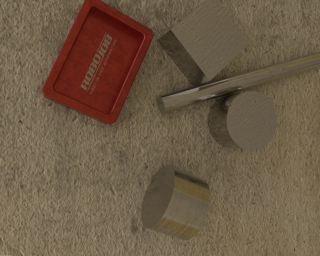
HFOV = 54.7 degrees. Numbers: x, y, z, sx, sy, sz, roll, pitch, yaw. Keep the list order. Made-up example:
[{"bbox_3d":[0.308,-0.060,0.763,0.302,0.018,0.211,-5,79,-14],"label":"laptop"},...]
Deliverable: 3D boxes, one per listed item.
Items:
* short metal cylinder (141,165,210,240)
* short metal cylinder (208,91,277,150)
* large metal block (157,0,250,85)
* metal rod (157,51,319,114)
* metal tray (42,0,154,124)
[{"bbox_3d":[0.018,0.093,0.387,0.050,0.080,0.080,25,82,-19],"label":"short metal cylinder"},{"bbox_3d":[0.116,-0.010,0.439,0.081,0.050,0.080,0,90,-20],"label":"short metal cylinder"},{"bbox_3d":[0.058,-0.116,0.417,0.080,0.050,0.080,-43,104,-15],"label":"large metal block"},{"bbox_3d":[0.137,-0.073,0.459,0.302,0.025,0.025,-17,96,-19],"label":"metal rod"},{"bbox_3d":[-0.074,-0.080,0.378,0.090,0.030,0.130,25,82,-19],"label":"metal tray"}]
